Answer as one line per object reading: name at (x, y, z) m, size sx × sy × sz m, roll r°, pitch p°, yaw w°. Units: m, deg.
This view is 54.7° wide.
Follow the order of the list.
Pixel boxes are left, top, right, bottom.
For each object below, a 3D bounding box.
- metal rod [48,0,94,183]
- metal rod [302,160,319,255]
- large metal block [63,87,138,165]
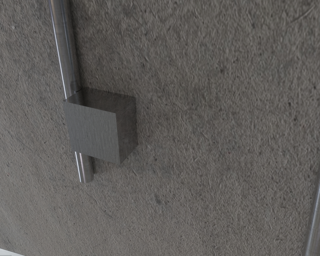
metal rod at (-0.124, -0.042, 0.446) m, size 0.025 × 0.025 × 0.298 m, roll 14°, pitch 124°, yaw 20°
metal rod at (0.190, 0.077, 0.354) m, size 0.025 × 0.025 × 0.298 m, roll 8°, pitch 122°, yaw 24°
large metal block at (-0.080, -0.005, 0.430) m, size 0.080 × 0.050 × 0.079 m, roll 13°, pitch 124°, yaw 21°
